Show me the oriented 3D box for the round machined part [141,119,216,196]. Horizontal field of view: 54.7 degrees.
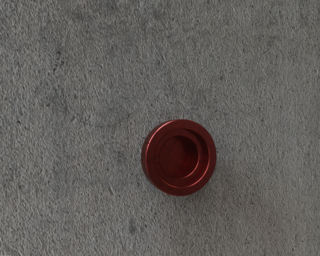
[{"bbox_3d":[0.021,0.037,0.410,0.099,0.042,0.097,0,90,-21],"label":"round machined part"}]
